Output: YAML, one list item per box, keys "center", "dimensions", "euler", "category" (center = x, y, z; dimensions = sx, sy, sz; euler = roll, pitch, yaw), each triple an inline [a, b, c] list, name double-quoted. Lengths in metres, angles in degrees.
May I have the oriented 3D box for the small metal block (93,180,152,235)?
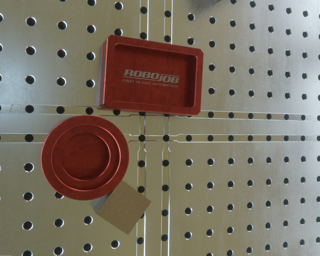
- center: [-0.048, 0.099, 0.396]
  dimensions: [0.050, 0.025, 0.050]
  euler: [40, 77, -16]
  category: "small metal block"

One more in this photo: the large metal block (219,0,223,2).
- center: [0.124, -0.227, 0.430]
  dimensions: [0.080, 0.080, 0.050]
  euler: [-30, 100, -18]
  category: "large metal block"

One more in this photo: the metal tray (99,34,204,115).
- center: [-0.009, -0.065, 0.407]
  dimensions: [0.131, 0.030, 0.089]
  euler: [3, 89, -21]
  category: "metal tray"

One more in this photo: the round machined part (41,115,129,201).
- center: [-0.090, 0.034, 0.371]
  dimensions: [0.099, 0.042, 0.097]
  euler: [0, 90, -21]
  category: "round machined part"
